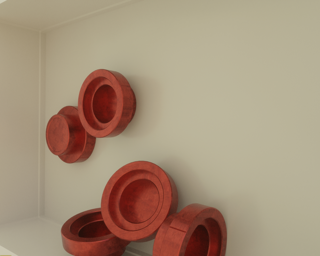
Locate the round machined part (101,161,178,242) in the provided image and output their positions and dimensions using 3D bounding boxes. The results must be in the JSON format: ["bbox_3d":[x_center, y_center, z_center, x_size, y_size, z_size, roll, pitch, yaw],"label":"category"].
[{"bbox_3d":[-0.022,0.095,0.395,0.098,0.042,0.098,-11,61,21],"label":"round machined part"}]

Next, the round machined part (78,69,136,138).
[{"bbox_3d":[-0.073,-0.035,0.454,0.098,0.042,0.097,0,90,39],"label":"round machined part"}]

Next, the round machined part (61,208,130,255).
[{"bbox_3d":[-0.083,0.150,0.427,0.098,0.099,0.042,5,104,39],"label":"round machined part"}]

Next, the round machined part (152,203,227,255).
[{"bbox_3d":[0.030,0.130,0.333,0.042,0.099,0.097,5,93,40],"label":"round machined part"}]

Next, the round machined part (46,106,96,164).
[{"bbox_3d":[-0.155,0.011,0.521,0.098,0.042,0.097,0,90,39],"label":"round machined part"}]
